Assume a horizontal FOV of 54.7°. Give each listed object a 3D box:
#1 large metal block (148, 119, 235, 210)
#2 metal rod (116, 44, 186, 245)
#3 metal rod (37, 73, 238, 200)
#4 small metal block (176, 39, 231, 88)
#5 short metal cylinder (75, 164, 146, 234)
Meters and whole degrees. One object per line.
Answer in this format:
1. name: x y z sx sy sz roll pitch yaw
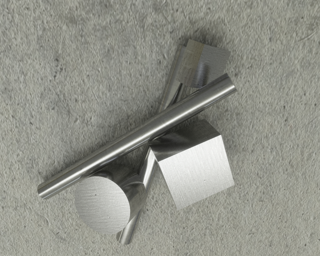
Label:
1. large metal block: 0.041 0.046 0.399 0.080 0.050 0.080 -23 118 -5
2. metal rod: -0.010 0.035 0.423 0.025 0.025 0.298 16 109 -6
3. metal rod: -0.041 0.019 0.399 0.300 0.025 0.025 -30 108 17
4. small metal block: 0.052 -0.075 0.371 0.050 0.025 0.050 -1 116 -43
5. short metal cylinder: -0.066 0.094 0.418 0.080 0.050 0.079 5 104 19
